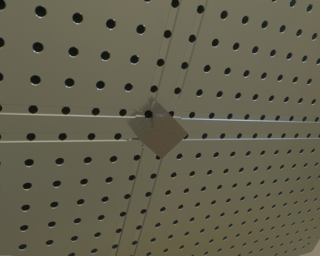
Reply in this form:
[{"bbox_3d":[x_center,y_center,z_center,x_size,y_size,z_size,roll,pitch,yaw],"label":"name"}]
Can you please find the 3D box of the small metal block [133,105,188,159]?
[{"bbox_3d":[0.001,0.006,0.415,0.050,0.025,0.050,-44,130,2],"label":"small metal block"}]
